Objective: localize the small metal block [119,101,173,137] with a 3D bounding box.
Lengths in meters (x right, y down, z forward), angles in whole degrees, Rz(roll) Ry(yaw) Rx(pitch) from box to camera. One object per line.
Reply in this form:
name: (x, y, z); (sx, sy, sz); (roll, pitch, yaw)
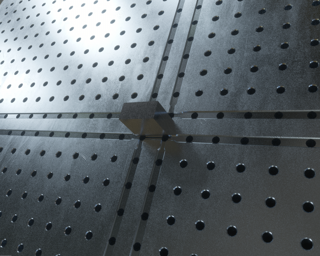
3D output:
small metal block: (-0.017, -0.010, 0.406); (0.050, 0.050, 0.025); (-1, 62, 27)
